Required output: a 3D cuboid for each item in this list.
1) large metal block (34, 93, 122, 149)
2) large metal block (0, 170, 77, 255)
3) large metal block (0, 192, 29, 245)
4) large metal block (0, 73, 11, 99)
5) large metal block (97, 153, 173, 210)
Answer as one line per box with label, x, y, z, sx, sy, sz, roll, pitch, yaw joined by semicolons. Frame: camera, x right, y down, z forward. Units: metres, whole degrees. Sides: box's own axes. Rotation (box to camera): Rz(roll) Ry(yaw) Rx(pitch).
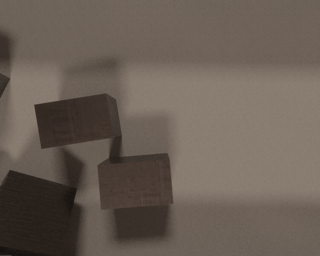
large metal block;-0.096;-0.008;0.383;0.081;0.080;0.050;-9;90;0
large metal block;-0.154;0.105;0.366;0.080;0.050;0.080;23;54;-25
large metal block;-0.224;0.116;0.375;0.080;0.050;0.081;54;47;0
large metal block;-0.244;-0.043;0.381;0.050;0.080;0.080;27;90;-1
large metal block;-0.027;0.063;0.384;0.081;0.080;0.050;-5;90;-1
